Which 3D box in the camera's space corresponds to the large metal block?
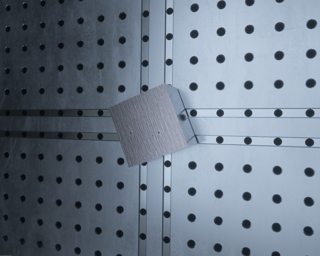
[{"bbox_3d":[-0.008,-0.002,0.398,0.080,0.050,0.080,-22,83,18],"label":"large metal block"}]
